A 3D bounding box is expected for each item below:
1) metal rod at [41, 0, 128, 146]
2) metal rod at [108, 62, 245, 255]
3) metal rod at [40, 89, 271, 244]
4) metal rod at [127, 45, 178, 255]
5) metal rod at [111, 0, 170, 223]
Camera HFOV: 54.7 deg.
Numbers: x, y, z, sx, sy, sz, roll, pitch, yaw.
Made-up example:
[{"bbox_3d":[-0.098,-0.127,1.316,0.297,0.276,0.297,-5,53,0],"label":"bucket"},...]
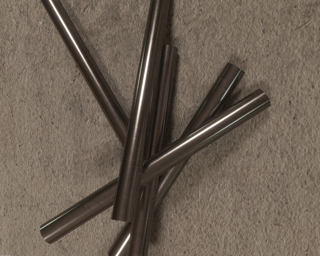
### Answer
[{"bbox_3d":[-0.092,-0.068,0.439,0.025,0.025,0.299,-34,79,16],"label":"metal rod"},{"bbox_3d":[0.016,0.052,0.402,0.025,0.025,0.299,35,101,16],"label":"metal rod"},{"bbox_3d":[-0.004,0.044,0.364,0.301,0.025,0.025,-32,79,-1],"label":"metal rod"},{"bbox_3d":[-0.011,0.043,0.390,0.025,0.025,0.298,7,84,19],"label":"metal rod"},{"bbox_3d":[-0.018,-0.044,0.367,0.025,0.025,0.299,3,73,19],"label":"metal rod"}]
